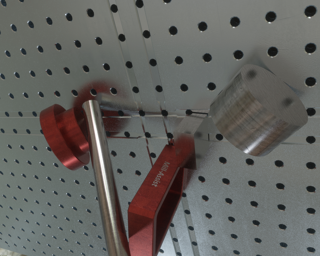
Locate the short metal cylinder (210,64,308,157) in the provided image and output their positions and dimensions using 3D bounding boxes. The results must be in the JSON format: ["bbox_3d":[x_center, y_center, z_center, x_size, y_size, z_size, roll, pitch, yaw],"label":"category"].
[{"bbox_3d":[0.098,-0.018,0.312,0.080,0.080,0.050,39,129,1],"label":"short metal cylinder"}]

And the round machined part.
[{"bbox_3d":[-0.125,0.008,0.445,0.042,0.098,0.098,-27,107,1],"label":"round machined part"}]

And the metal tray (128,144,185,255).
[{"bbox_3d":[0.000,0.093,0.398,0.030,0.131,0.089,12,124,16],"label":"metal tray"}]

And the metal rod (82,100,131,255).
[{"bbox_3d":[-0.061,0.091,0.370,0.025,0.025,0.299,-46,50,39],"label":"metal rod"}]

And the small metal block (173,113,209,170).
[{"bbox_3d":[0.040,0.015,0.383,0.025,0.050,0.050,6,121,25],"label":"small metal block"}]
